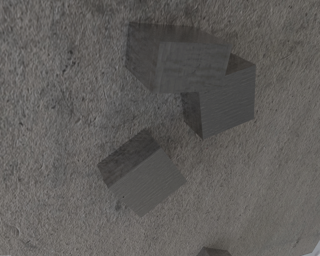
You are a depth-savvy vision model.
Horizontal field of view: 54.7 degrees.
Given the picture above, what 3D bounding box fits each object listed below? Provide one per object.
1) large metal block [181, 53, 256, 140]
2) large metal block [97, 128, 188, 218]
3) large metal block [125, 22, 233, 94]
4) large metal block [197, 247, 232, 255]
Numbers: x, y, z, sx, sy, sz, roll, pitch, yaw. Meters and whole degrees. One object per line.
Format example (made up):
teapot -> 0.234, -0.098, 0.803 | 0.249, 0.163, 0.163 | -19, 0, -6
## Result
large metal block -> 0.075, -0.042, 0.405 | 0.081, 0.050, 0.080 | -21, 127, -16
large metal block -> -0.023, 0.061, 0.416 | 0.080, 0.050, 0.080 | -38, 129, -3
large metal block -> 0.016, -0.077, 0.332 | 0.081, 0.080, 0.050 | -6, 121, -26
large metal block -> 0.105, 0.295, 0.630 | 0.080, 0.050, 0.080 | 24, 105, -37
